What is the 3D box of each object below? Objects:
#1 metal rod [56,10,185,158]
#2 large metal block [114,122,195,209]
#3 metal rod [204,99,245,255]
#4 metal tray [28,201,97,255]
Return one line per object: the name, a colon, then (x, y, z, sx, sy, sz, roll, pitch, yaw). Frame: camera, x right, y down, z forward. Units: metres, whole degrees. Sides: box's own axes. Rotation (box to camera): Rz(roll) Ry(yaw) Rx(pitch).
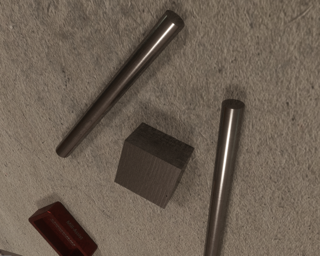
metal rod: (-0.072, -0.038, 0.419, 0.025, 0.025, 0.299, 46, 129, -4)
large metal block: (-0.009, 0.051, 0.426, 0.080, 0.050, 0.079, 26, 128, 11)
metal rod: (0.082, 0.100, 0.424, 0.025, 0.025, 0.298, 13, 124, 20)
metal tray: (-0.201, 0.219, 0.641, 0.090, 0.030, 0.130, -27, 104, 37)
